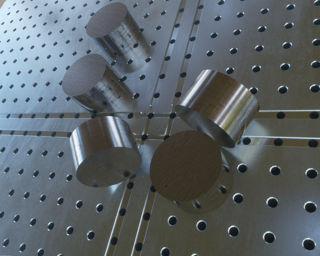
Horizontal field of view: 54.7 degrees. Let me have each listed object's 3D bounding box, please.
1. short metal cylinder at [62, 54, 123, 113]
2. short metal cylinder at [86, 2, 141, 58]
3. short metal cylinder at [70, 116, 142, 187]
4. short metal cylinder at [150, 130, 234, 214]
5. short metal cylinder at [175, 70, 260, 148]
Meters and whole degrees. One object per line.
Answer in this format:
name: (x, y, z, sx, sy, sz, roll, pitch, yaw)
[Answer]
short metal cylinder: (-0.106, -0.070, 0.491, 0.080, 0.050, 0.080, -13, 56, 21)
short metal cylinder: (-0.080, -0.170, 0.538, 0.080, 0.050, 0.080, -13, 56, 21)
short metal cylinder: (-0.069, 0.031, 0.390, 0.080, 0.080, 0.050, -31, 52, 8)
short metal cylinder: (0.036, 0.049, 0.343, 0.080, 0.050, 0.080, -13, 56, 21)
short metal cylinder: (0.064, -0.021, 0.352, 0.080, 0.080, 0.050, 29, 78, 37)
